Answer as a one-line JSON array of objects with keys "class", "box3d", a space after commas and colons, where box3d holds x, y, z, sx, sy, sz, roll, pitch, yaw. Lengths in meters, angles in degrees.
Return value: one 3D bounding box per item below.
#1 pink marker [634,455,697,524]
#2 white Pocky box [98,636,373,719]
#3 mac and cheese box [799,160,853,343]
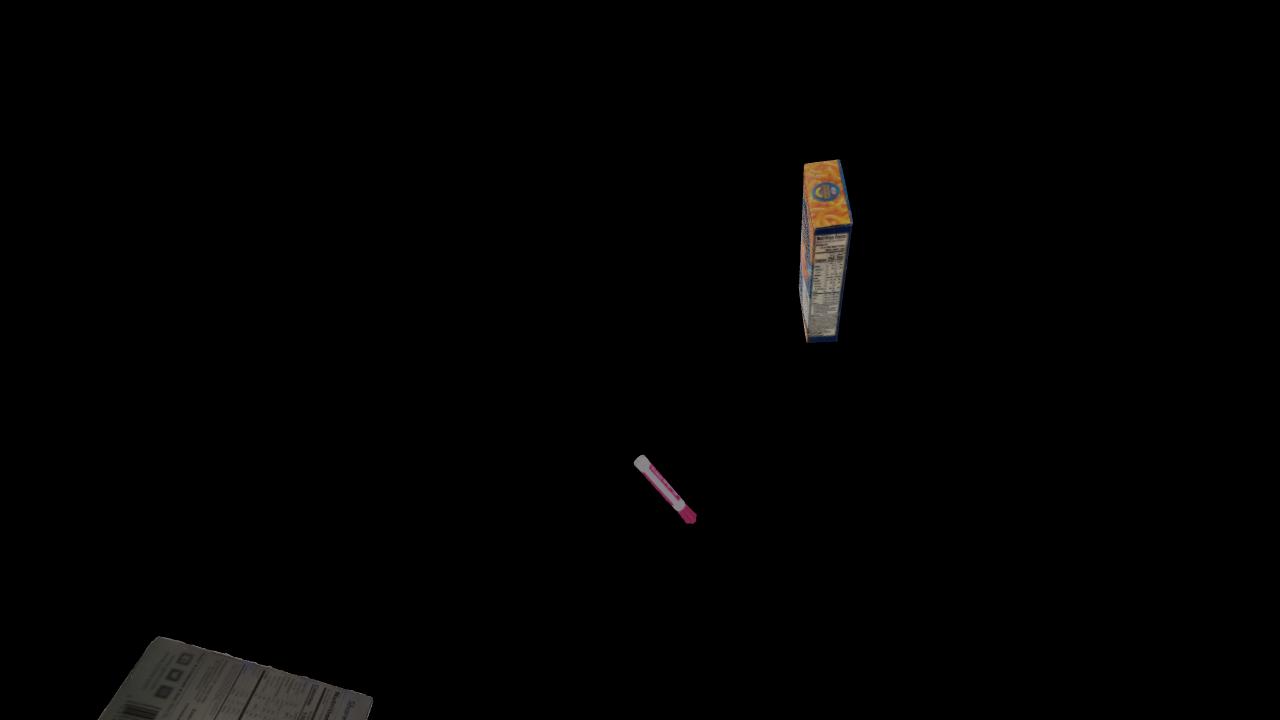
[{"class": "pink marker", "box3d": [0.036, 0.177, 0.832, 0.020, 0.121, 0.020, -38, 13, 10]}, {"class": "white Pocky box", "box3d": [-0.271, 0.251, 0.413, 0.154, 0.028, 0.084, 27, 31, -17]}, {"class": "mac and cheese box", "box3d": [0.193, -0.107, 0.651, 0.041, 0.093, 0.184, -3, -35, 11]}]
